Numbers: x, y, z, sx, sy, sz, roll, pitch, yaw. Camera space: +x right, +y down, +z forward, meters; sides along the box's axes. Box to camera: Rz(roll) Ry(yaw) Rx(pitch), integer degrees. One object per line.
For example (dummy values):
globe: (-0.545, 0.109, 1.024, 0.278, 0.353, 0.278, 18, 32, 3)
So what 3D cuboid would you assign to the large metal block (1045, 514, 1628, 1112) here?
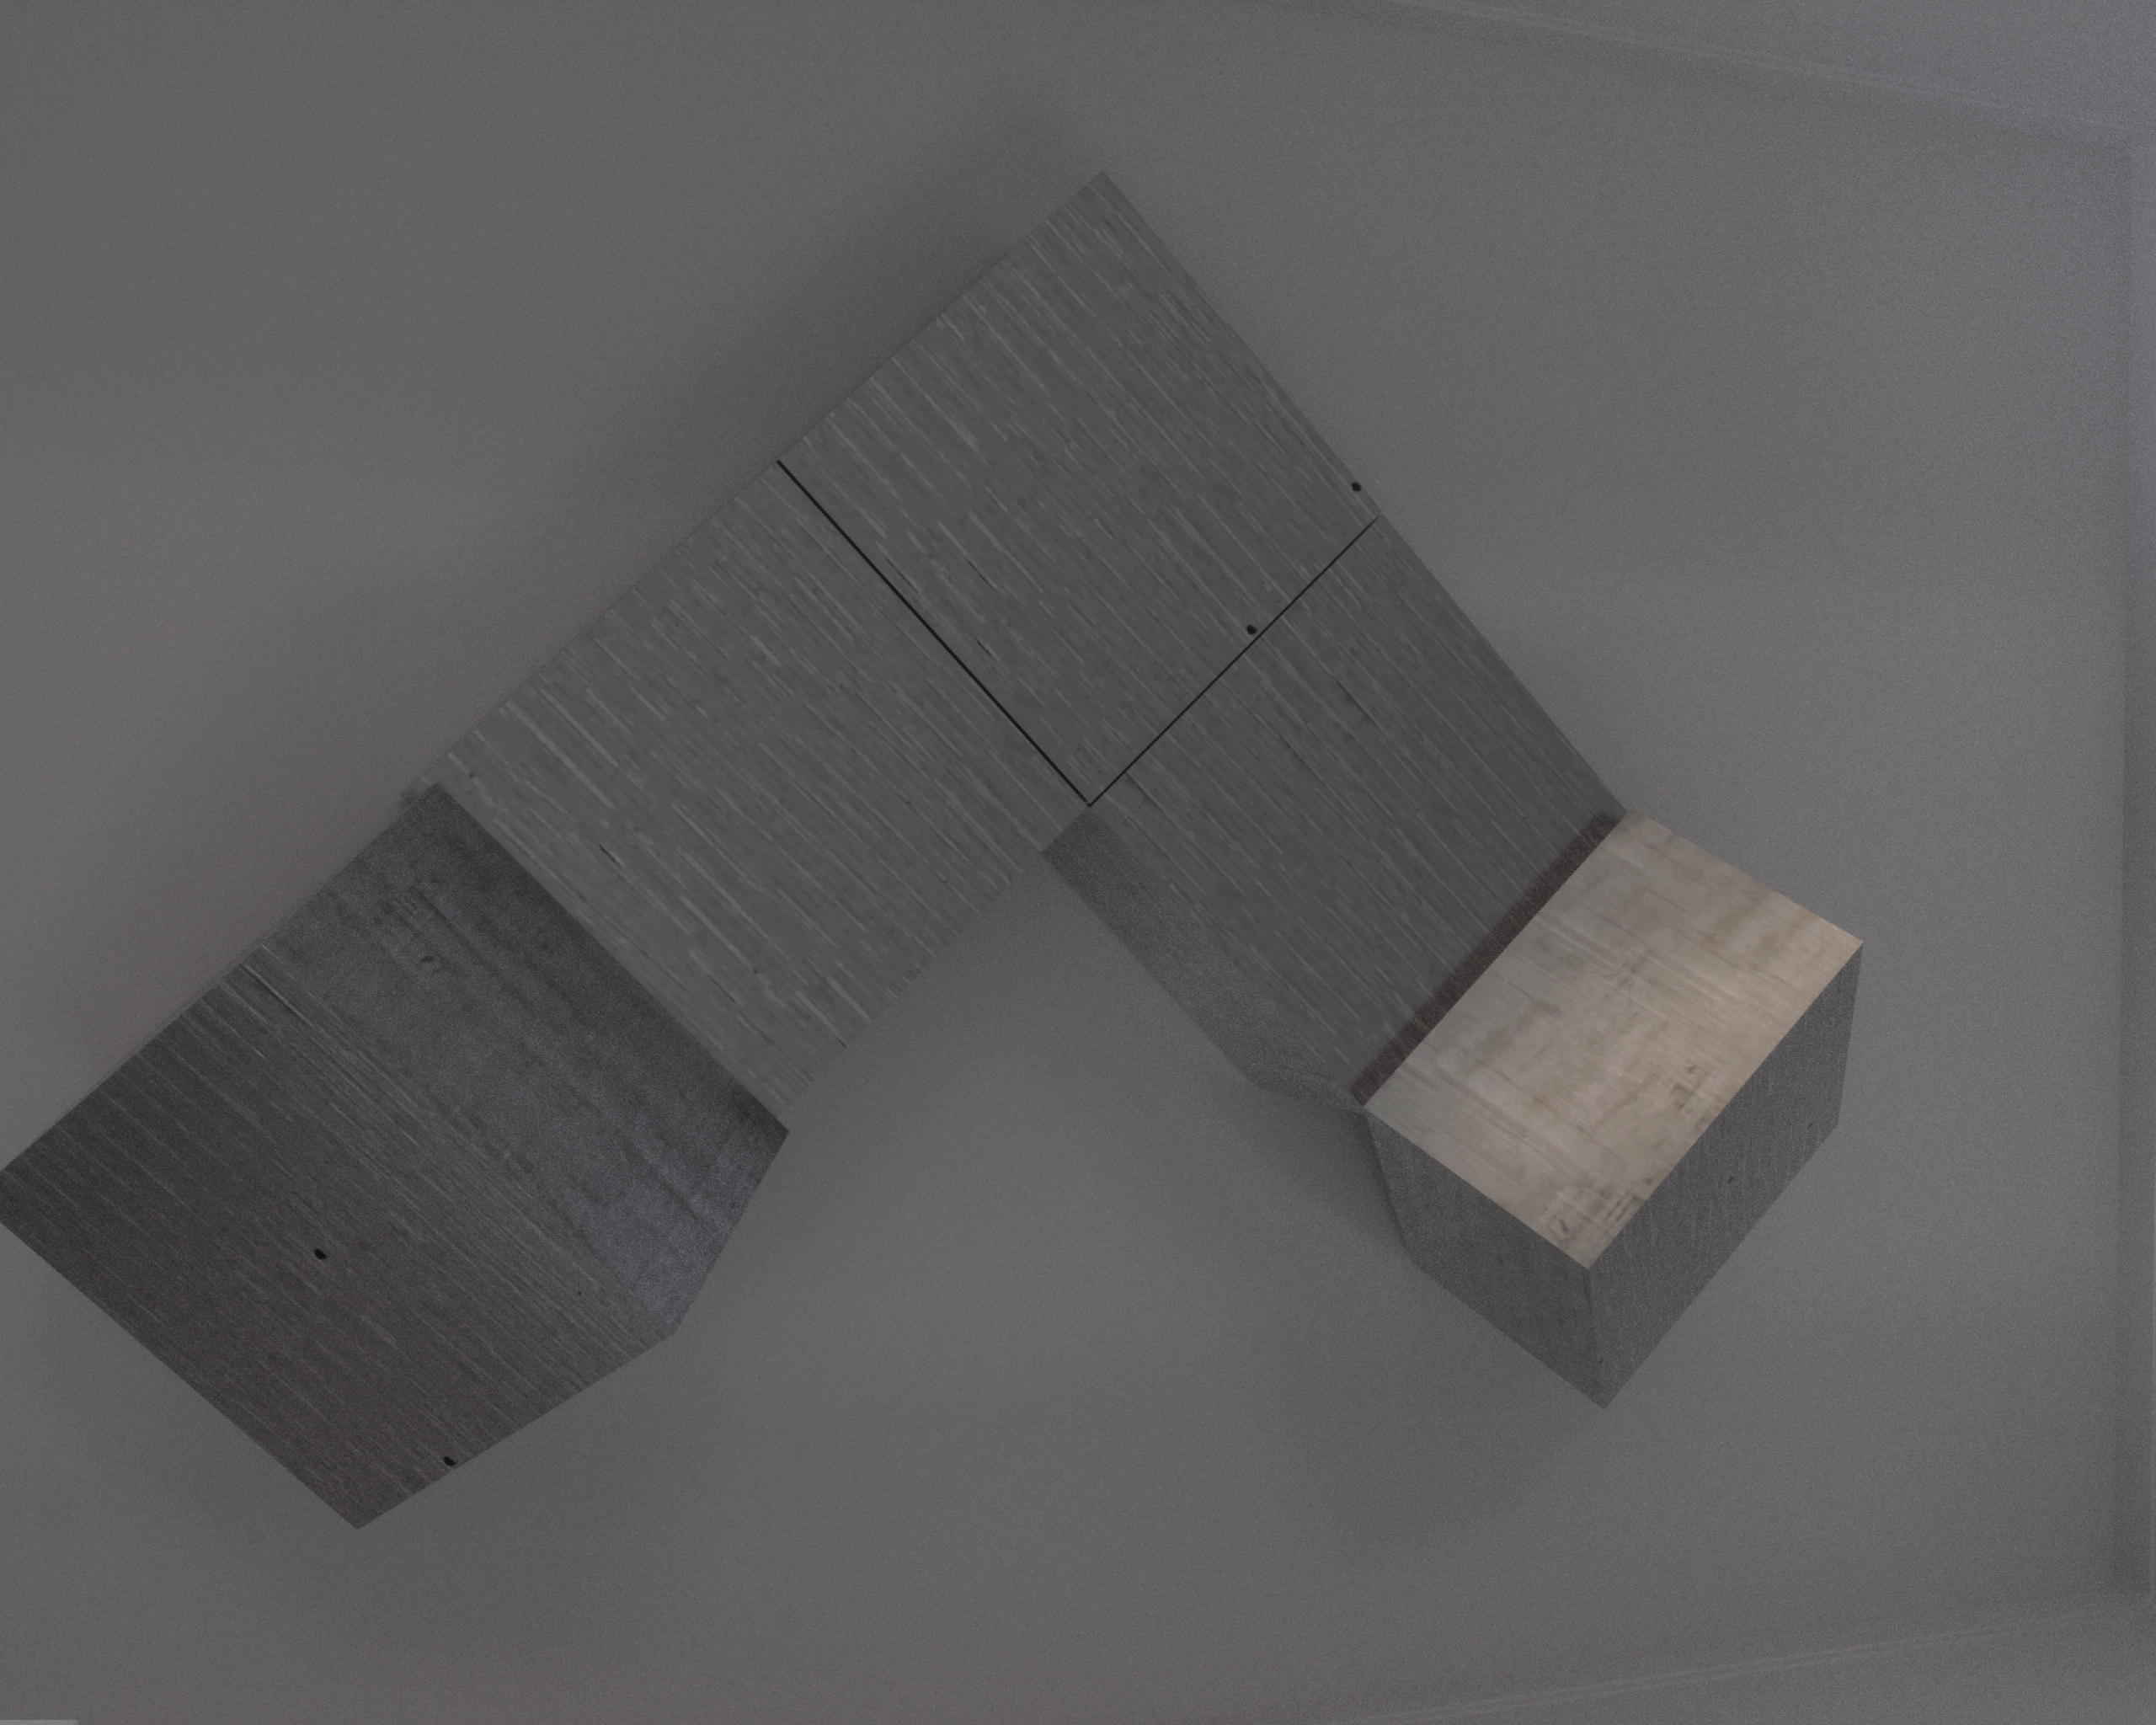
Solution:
large metal block: (0.047, -0.009, 0.413, 0.080, 0.050, 0.080, -46, 104, -14)

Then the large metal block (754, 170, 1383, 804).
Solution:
large metal block: (-0.005, -0.067, 0.393, 0.080, 0.050, 0.080, -46, 104, -14)

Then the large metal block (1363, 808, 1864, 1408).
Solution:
large metal block: (0.107, 0.050, 0.412, 0.080, 0.050, 0.080, -46, 148, -14)

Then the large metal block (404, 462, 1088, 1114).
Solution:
large metal block: (-0.060, -0.011, 0.373, 0.080, 0.050, 0.080, -46, 104, -14)

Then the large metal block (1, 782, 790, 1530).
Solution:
large metal block: (-0.109, 0.048, 0.332, 0.080, 0.050, 0.080, -35, 106, 27)
